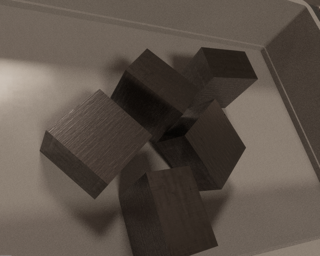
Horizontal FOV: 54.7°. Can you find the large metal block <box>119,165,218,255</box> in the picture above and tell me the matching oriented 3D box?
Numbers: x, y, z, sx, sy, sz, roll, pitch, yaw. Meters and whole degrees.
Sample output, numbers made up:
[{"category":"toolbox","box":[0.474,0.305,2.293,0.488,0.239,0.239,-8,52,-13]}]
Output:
[{"category":"large metal block","box":[0.003,0.093,0.317,0.050,0.080,0.080,-4,64,-31]}]

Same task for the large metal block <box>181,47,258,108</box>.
[{"category":"large metal block","box":[0.081,-0.071,0.459,0.081,0.080,0.050,-3,64,-30]}]

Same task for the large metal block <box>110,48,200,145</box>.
[{"category":"large metal block","box":[-0.011,-0.037,0.388,0.080,0.080,0.050,37,51,-3]}]

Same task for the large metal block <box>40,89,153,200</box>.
[{"category":"large metal block","box":[-0.070,0.017,0.343,0.080,0.050,0.080,42,51,0]}]

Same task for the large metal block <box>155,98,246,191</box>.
[{"category":"large metal block","box":[0.054,0.022,0.392,0.080,0.050,0.080,55,49,-15]}]
